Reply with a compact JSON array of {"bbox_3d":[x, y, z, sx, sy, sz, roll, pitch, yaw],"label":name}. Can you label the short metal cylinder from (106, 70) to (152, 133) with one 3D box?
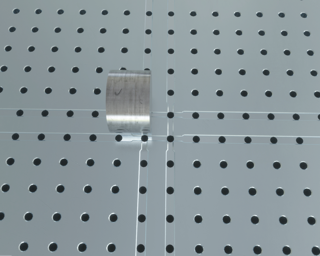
[{"bbox_3d":[-0.037,-0.033,0.395,0.050,0.080,0.080,1,70,0],"label":"short metal cylinder"}]
